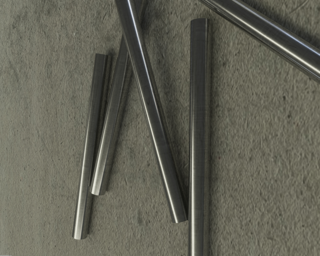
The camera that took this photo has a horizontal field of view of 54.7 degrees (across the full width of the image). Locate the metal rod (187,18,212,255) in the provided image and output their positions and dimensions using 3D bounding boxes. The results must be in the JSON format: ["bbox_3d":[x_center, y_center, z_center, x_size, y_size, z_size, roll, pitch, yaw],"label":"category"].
[{"bbox_3d":[0.047,0.024,0.366,0.025,0.025,0.298,1,91,40],"label":"metal rod"}]

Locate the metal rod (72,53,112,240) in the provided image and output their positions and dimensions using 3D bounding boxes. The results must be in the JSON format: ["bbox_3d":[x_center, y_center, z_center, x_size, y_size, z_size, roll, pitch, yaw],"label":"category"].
[{"bbox_3d":[-0.110,0.033,0.496,0.025,0.025,0.298,15,100,39],"label":"metal rod"}]

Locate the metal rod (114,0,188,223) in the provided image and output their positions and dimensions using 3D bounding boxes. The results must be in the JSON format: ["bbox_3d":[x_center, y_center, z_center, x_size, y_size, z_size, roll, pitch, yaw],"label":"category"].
[{"bbox_3d":[-0.011,-0.030,0.396,0.025,0.025,0.298,-19,83,38],"label":"metal rod"}]

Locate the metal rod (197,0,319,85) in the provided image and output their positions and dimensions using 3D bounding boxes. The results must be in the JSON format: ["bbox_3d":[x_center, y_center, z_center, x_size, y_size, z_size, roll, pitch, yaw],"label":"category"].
[{"bbox_3d":[0.140,-0.063,0.289,0.300,0.025,0.025,48,118,29],"label":"metal rod"}]

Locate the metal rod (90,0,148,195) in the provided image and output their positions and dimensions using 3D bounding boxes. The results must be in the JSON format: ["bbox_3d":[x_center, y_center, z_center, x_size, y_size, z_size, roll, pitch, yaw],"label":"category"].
[{"bbox_3d":[-0.063,-0.042,0.456,0.025,0.025,0.298,22,104,38],"label":"metal rod"}]
